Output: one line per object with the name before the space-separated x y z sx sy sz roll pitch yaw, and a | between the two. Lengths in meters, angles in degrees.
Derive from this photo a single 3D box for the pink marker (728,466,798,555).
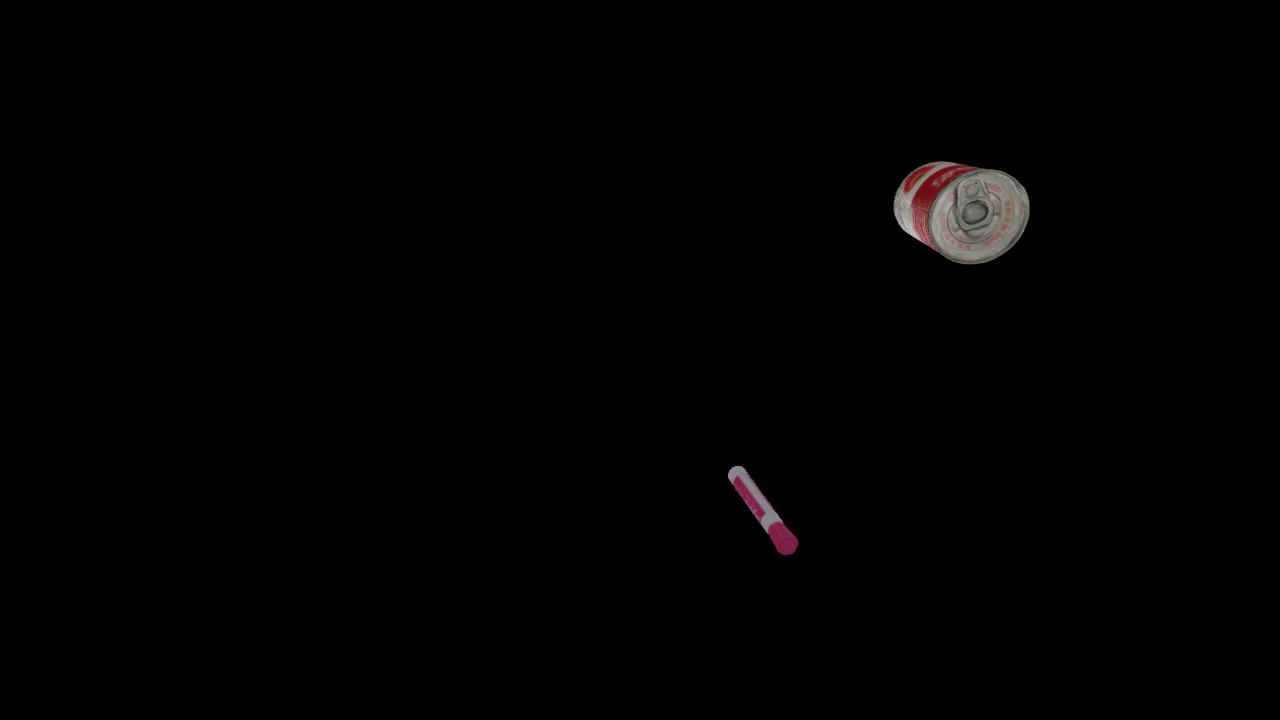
pink marker | 0.109 0.133 0.552 0.020 0.020 0.121 0 20 -14

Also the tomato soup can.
tomato soup can | 0.245 -0.118 0.481 0.068 0.068 0.101 0 21 7
